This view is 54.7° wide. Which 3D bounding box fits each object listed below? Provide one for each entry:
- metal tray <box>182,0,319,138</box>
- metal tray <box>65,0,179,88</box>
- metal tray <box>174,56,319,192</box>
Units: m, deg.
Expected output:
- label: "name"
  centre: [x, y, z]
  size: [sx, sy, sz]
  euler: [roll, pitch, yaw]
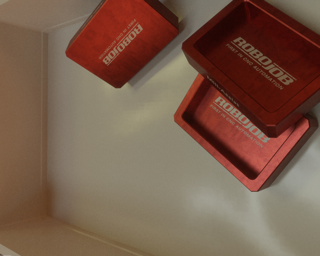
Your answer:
- label: "metal tray"
  centre: [0.094, -0.065, 0.296]
  size: [0.090, 0.030, 0.130]
  euler: [-40, 59, 1]
- label: "metal tray"
  centre: [-0.050, -0.118, 0.404]
  size: [0.130, 0.090, 0.030]
  euler: [-36, 35, 34]
- label: "metal tray"
  centre: [0.084, -0.008, 0.333]
  size: [0.130, 0.030, 0.089]
  euler: [44, 116, 31]
